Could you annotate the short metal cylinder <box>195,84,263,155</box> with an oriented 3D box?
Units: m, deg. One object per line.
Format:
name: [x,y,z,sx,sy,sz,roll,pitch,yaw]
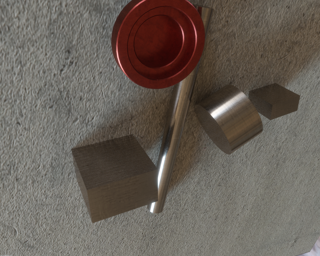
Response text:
short metal cylinder: [0.091,-0.011,0.416,0.050,0.080,0.080,-34,129,-7]

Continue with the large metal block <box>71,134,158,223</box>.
large metal block: [-0.056,0.057,0.377,0.081,0.080,0.050,-14,124,-21]

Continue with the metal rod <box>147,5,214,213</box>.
metal rod: [0.021,-0.007,0.415,0.025,0.025,0.298,-3,120,-28]

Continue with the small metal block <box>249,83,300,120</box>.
small metal block: [0.168,-0.041,0.460,0.050,0.050,0.025,-18,126,-19]

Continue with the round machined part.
round machined part: [-0.005,-0.095,0.334,0.099,0.042,0.097,-12,124,-19]
